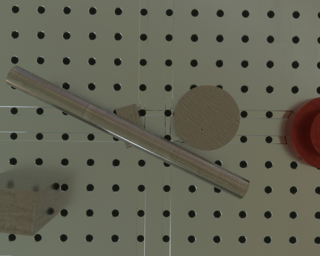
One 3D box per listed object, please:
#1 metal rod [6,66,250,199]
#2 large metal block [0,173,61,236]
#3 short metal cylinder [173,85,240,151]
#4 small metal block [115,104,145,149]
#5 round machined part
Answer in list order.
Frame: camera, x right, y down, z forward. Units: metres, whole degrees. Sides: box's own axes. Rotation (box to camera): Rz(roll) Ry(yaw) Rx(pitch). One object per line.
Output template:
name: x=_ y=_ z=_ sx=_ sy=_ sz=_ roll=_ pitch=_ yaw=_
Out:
metal rod: x=-0.036 y=0.005 z=0.362 sx=0.301 sy=0.025 sz=0.025 roll=26 pitch=90 yaw=-1
large metal block: x=-0.179 y=0.091 z=0.384 sx=0.081 sy=0.080 sz=0.050 roll=7 pitch=90 yaw=-1
short metal cylinder: x=0.057 y=-0.012 z=0.402 sx=0.081 sy=0.050 sz=0.079 roll=0 pitch=90 yaw=-1
small metal block: x=-0.035 y=-0.003 z=0.400 sx=0.025 sy=0.050 sz=0.050 roll=-16 pitch=90 yaw=0
round machined part: x=0.223 y=0.006 z=0.408 sx=0.099 sy=0.042 sz=0.097 roll=0 pitch=90 yaw=-1
